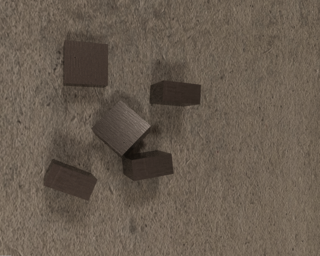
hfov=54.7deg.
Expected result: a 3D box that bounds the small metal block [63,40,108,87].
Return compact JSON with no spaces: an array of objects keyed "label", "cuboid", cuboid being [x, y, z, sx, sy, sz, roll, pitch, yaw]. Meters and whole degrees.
[{"label":"small metal block","cuboid":[-0.090,-0.076,0.376,0.050,0.025,0.050,0,90,-21]}]

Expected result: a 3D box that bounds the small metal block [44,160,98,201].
[{"label":"small metal block","cuboid":[-0.104,0.059,0.358,0.050,0.050,0.025,25,82,-19]}]

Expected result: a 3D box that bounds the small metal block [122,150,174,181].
[{"label":"small metal block","cuboid":[-0.017,0.046,0.391,0.050,0.050,0.025,-7,94,-20]}]

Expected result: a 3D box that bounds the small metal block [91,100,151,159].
[{"label":"small metal block","cuboid":[-0.047,0.002,0.383,0.050,0.025,0.050,41,75,9]}]

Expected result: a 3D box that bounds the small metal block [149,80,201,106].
[{"label":"small metal block","cuboid":[0.019,-0.044,0.404,0.050,0.050,0.025,4,89,-20]}]
